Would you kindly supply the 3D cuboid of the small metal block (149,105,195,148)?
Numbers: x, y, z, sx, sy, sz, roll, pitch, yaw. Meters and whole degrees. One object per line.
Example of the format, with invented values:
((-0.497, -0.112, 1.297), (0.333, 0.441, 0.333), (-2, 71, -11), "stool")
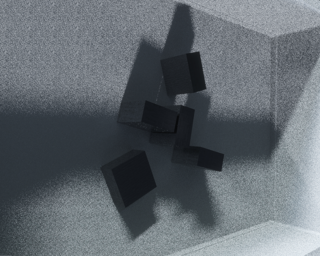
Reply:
((0.015, -0.002, 0.403), (0.025, 0.050, 0.050), (15, 80, -39), "small metal block")

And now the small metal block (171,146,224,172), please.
((0.053, 0.042, 0.434), (0.050, 0.050, 0.025), (19, 78, -39), "small metal block")

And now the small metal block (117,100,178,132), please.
((-0.016, -0.013, 0.377), (0.050, 0.050, 0.025), (18, 79, -39), "small metal block")

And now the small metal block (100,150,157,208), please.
((-0.037, 0.060, 0.375), (0.050, 0.025, 0.050), (-28, 108, -36), "small metal block")

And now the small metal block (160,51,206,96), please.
((0.031, -0.072, 0.416), (0.025, 0.050, 0.050), (-20, 103, -38), "small metal block")
